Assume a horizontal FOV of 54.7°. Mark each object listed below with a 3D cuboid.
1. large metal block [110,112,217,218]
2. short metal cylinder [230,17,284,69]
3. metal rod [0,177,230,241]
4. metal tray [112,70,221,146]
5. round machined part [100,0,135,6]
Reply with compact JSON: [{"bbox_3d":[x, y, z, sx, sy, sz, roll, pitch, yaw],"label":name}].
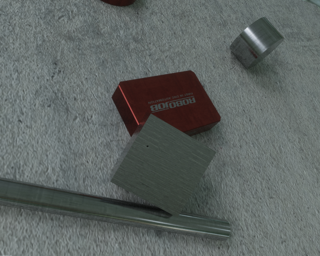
[{"bbox_3d":[0.001,0.037,0.342,0.080,0.050,0.080,31,90,-9],"label":"large metal block"},{"bbox_3d":[0.173,-0.152,0.557,0.081,0.080,0.050,-31,80,-38],"label":"short metal cylinder"},{"bbox_3d":[-0.060,0.084,0.321,0.302,0.025,0.025,16,55,-20],"label":"metal rod"},{"bbox_3d":[0.011,-0.028,0.425,0.131,0.030,0.090,-16,70,-35],"label":"metal tray"},{"bbox_3d":[-0.076,-0.251,0.507,0.099,0.042,0.098,14,56,-21],"label":"round machined part"}]
